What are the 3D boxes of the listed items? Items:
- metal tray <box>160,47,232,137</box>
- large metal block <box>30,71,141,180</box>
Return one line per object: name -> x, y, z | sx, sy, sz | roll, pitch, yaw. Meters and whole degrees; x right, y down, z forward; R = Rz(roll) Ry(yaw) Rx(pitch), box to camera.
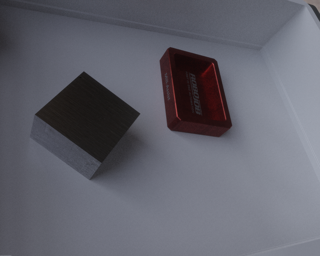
metal tray -> 0.052, -0.054, 0.465 | 0.091, 0.030, 0.130 | 8, 58, -24
large metal block -> -0.083, -0.003, 0.348 | 0.080, 0.050, 0.080 | 37, 51, -4
